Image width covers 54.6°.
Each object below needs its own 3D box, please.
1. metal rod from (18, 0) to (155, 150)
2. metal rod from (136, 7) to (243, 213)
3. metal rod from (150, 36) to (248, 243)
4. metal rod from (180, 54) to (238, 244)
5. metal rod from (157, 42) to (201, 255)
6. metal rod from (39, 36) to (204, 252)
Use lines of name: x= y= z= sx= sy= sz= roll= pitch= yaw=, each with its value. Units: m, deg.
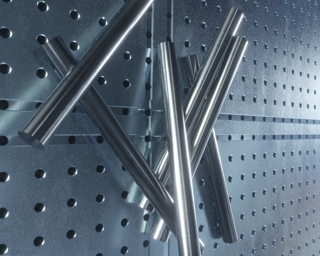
metal rod: x=-0.049 y=-0.103 z=0.339 sx=0.025 sy=0.025 sz=0.300 roll=48 pitch=53 yaw=-30
metal rod: x=0.044 y=-0.032 z=0.419 sx=0.025 sy=0.025 sz=0.299 roll=32 pitch=78 yaw=-35
metal rod: x=0.057 y=0.009 z=0.429 sx=0.025 sy=0.025 sz=0.299 roll=29 pitch=80 yaw=-36
metal rod: x=0.077 y=0.038 z=0.472 sx=0.025 sy=0.025 sz=0.298 roll=-24 pitch=105 yaw=-37
metal rod: x=0.023 y=0.034 z=0.377 sx=0.025 sy=0.025 sz=0.299 roll=7 pitch=70 yaw=-40
metal rod: x=-0.033 y=0.034 z=0.355 sx=0.025 sy=0.025 sz=0.299 roll=-43 pitch=109 yaw=-31
